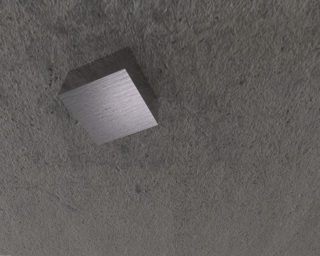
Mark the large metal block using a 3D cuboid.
[{"bbox_3d":[-0.055,-0.035,0.360,0.080,0.050,0.080,-19,128,15],"label":"large metal block"}]
